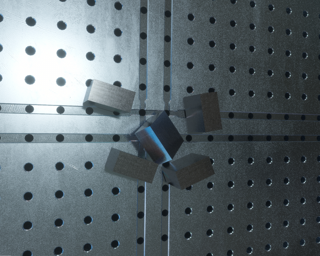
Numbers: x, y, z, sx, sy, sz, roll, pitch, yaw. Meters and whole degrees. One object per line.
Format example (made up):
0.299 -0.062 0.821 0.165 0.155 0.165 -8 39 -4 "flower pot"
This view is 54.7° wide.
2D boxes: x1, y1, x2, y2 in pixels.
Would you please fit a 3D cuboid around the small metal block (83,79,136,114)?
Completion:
-0.063 -0.037 0.377 0.050 0.050 0.025 16 85 -20 "small metal block"

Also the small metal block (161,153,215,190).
0.036 0.056 0.414 0.050 0.050 0.025 -22 98 -19 "small metal block"

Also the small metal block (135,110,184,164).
0.001 0.012 0.400 0.050 0.025 0.050 57 32 -12 "small metal block"

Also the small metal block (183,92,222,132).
0.057 -0.021 0.422 0.025 0.050 0.050 -10 94 -20 "small metal block"

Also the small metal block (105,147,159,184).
-0.036 0.046 0.387 0.050 0.050 0.025 21 84 -19 "small metal block"
